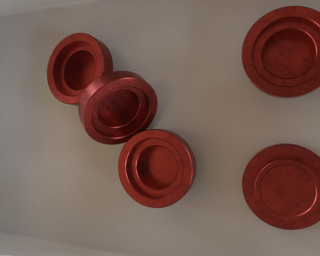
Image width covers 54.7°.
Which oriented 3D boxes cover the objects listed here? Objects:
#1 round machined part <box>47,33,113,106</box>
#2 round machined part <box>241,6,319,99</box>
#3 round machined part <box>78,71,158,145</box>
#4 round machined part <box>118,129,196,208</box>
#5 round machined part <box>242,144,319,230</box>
[{"bbox_3d":[-0.106,-0.078,0.433,0.098,0.042,0.097,-2,84,25],"label":"round machined part"},{"bbox_3d":[0.145,-0.082,0.350,0.098,0.042,0.097,0,90,19],"label":"round machined part"},{"bbox_3d":[-0.056,-0.029,0.398,0.098,0.098,0.042,-52,45,13],"label":"round machined part"},{"bbox_3d":[-0.001,0.050,0.401,0.098,0.042,0.097,0,90,19],"label":"round machined part"},{"bbox_3d":[0.144,0.067,0.351,0.098,0.042,0.097,0,90,19],"label":"round machined part"}]
